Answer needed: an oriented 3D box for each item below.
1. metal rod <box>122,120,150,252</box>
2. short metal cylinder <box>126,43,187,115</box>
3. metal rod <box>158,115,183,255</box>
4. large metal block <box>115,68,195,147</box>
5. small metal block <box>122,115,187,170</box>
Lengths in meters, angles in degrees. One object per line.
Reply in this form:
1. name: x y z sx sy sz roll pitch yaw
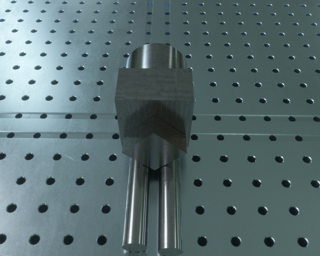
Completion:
1. metal rod: -0.023 0.005 0.405 0.025 0.025 0.300 1 50 0
2. short metal cylinder: -0.005 -0.060 0.394 0.081 0.080 0.050 1 50 0
3. metal rod: 0.012 0.008 0.403 0.025 0.025 0.300 1 50 0
4. large metal block: -0.005 -0.022 0.358 0.081 0.080 0.050 0 50 0
5. small metal block: -0.006 0.018 0.346 0.050 0.050 0.025 33 41 -33
